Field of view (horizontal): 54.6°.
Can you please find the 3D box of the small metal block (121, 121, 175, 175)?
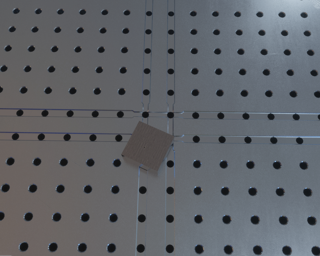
[{"bbox_3d":[-0.015,0.026,0.402,0.050,0.025,0.050,24,72,8],"label":"small metal block"}]
